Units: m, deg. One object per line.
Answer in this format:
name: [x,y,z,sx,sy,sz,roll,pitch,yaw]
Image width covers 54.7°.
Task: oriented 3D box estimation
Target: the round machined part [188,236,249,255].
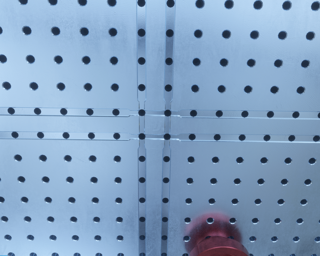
round machined part: [0.091,0.210,0.483,0.099,0.042,0.097,0,110,-1]
